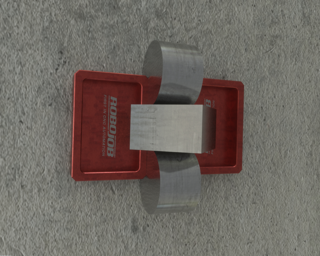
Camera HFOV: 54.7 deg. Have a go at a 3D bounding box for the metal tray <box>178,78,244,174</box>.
[{"bbox_3d":[0.070,-0.002,0.434,0.091,0.030,0.129,2,90,-20],"label":"metal tray"}]

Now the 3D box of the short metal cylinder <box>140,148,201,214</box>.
[{"bbox_3d":[0.010,0.065,0.385,0.050,0.080,0.080,2,90,-20],"label":"short metal cylinder"}]

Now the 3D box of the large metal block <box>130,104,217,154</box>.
[{"bbox_3d":[0.019,0.000,0.366,0.080,0.080,0.050,2,90,20],"label":"large metal block"}]

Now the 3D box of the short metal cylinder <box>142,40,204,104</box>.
[{"bbox_3d":[0.013,-0.065,0.386,0.050,0.080,0.080,2,90,-20],"label":"short metal cylinder"}]

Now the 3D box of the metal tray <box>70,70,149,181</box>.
[{"bbox_3d":[-0.062,-0.002,0.385,0.091,0.030,0.129,2,90,-20],"label":"metal tray"}]
